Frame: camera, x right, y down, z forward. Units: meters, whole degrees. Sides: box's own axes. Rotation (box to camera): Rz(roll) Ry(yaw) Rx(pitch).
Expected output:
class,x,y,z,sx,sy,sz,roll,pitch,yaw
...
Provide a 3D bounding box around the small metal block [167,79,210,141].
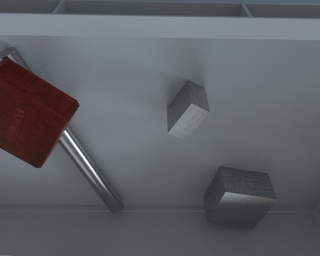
class,x,y,z,sx,sy,sz,roll,pitch,yaw
small metal block,0.033,-0.022,0.375,0.025,0.050,0.050,24,126,-19

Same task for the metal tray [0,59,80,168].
class,x,y,z,sx,sy,sz,roll,pitch,yaw
metal tray,-0.160,-0.010,0.366,0.090,0.030,0.129,33,137,-13

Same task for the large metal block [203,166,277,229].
class,x,y,z,sx,sy,sz,roll,pitch,yaw
large metal block,0.123,0.111,0.489,0.081,0.050,0.079,10,129,-9

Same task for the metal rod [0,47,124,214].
class,x,y,z,sx,sy,sz,roll,pitch,yaw
metal rod,-0.121,0.026,0.429,0.025,0.025,0.299,-15,129,12
